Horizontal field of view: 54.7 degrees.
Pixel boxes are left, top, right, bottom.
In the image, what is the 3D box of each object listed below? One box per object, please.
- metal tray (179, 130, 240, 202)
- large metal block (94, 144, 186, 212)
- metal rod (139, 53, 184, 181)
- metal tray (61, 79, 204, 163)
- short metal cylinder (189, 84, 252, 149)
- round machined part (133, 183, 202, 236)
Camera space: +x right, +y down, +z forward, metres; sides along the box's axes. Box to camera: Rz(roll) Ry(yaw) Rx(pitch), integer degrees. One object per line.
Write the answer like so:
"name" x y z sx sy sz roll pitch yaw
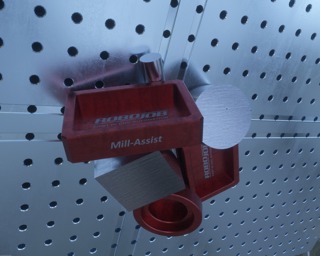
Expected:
"metal tray" 0.075 0.051 0.476 0.091 0.030 0.129 -23 127 -15
"large metal block" -0.024 0.050 0.384 0.080 0.050 0.080 -25 130 9
"metal rod" 0.015 0.038 0.438 0.025 0.025 0.298 -23 127 -15
"metal tray" -0.030 -0.012 0.322 0.131 0.090 0.030 -8 125 -8
"short metal cylinder" 0.069 -0.016 0.399 0.081 0.050 0.079 -1 95 -17
"round machined part" 0.012 0.112 0.454 0.099 0.042 0.097 4 128 5
